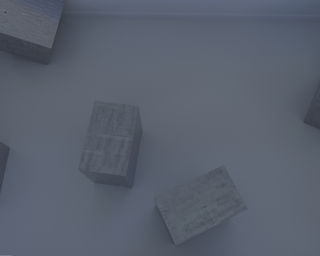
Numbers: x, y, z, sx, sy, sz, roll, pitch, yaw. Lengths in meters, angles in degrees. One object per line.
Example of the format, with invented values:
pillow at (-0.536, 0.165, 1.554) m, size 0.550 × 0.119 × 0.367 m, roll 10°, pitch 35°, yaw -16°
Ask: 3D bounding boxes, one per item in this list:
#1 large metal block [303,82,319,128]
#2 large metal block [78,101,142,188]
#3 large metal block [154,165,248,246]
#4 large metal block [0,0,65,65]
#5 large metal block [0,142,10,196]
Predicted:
large metal block at (0.232, -0.048, 0.395) m, size 0.050 × 0.080 × 0.080 m, roll 24°, pitch 72°, yaw 19°
large metal block at (-0.054, 0.023, 0.372) m, size 0.050 × 0.080 × 0.080 m, roll 7°, pitch 70°, yaw 3°
large metal block at (0.041, 0.089, 0.348) m, size 0.080 × 0.080 × 0.050 m, roll -24°, pitch 72°, yaw -8°
large metal block at (-0.186, -0.146, 0.433) m, size 0.081 × 0.050 × 0.080 m, roll 15°, pitch 69°, yaw -20°
large metal block at (-0.226, 0.049, 0.361) m, size 0.050 × 0.080 × 0.080 m, roll 2°, pitch 70°, yaw 1°
